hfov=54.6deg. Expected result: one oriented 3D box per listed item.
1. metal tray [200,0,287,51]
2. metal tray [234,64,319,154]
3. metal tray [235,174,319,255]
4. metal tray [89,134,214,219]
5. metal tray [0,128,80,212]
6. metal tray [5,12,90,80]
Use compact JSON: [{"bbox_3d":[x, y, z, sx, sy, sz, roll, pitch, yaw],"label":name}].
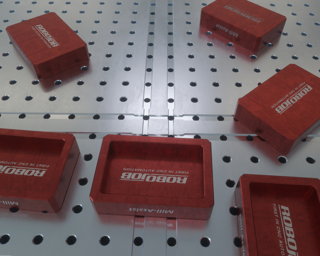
[{"bbox_3d":[0.151,-0.198,0.572,0.130,0.030,0.090,37,59,27],"label":"metal tray"},{"bbox_3d":[0.180,-0.032,0.433,0.131,0.030,0.090,-33,58,-25],"label":"metal tray"},{"bbox_3d":[0.128,0.111,0.311,0.090,0.030,0.130,3,50,3],"label":"metal tray"},{"bbox_3d":[-0.006,0.054,0.359,0.131,0.030,0.090,3,50,2],"label":"metal tray"},{"bbox_3d":[-0.172,0.046,0.365,0.131,0.030,0.090,4,50,3],"label":"metal tray"},{"bbox_3d":[-0.191,-0.143,0.524,0.091,0.030,0.130,-30,56,-23],"label":"metal tray"}]
